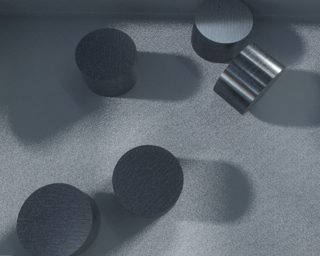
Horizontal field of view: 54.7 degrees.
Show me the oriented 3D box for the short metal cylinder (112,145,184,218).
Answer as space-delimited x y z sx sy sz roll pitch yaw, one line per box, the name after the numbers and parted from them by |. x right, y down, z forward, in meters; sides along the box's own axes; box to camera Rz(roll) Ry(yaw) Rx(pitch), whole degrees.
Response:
-0.014 0.066 0.372 0.081 0.050 0.080 0 70 0 | short metal cylinder

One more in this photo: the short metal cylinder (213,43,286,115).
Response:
0.116 -0.063 0.405 0.050 0.080 0.080 43 75 13 | short metal cylinder

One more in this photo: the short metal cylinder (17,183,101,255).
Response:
-0.113 0.107 0.356 0.081 0.050 0.080 0 70 0 | short metal cylinder

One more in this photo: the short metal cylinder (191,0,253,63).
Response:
0.088 -0.142 0.449 0.081 0.050 0.080 0 70 0 | short metal cylinder

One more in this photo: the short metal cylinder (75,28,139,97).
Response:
-0.071 -0.089 0.428 0.081 0.050 0.080 0 70 0 | short metal cylinder
